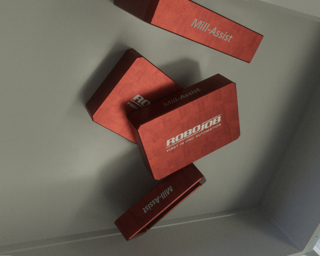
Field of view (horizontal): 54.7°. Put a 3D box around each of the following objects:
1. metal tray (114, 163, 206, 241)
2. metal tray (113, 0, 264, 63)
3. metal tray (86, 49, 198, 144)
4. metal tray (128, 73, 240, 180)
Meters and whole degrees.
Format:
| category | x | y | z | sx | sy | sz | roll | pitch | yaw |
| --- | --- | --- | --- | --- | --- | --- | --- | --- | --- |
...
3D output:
| category | x | y | z | sx | sy | sz | roll | pitch | yaw |
| --- | --- | --- | --- | --- | --- | --- | --- | --- | --- |
| metal tray | 0.006 | 0.103 | 0.443 | 0.130 | 0.030 | 0.090 | -40 | 163 | -1 |
| metal tray | 0.029 | -0.109 | 0.314 | 0.131 | 0.090 | 0.030 | 10 | 113 | -33 |
| metal tray | -0.012 | -0.024 | 0.384 | 0.130 | 0.030 | 0.090 | 32 | 100 | -38 |
| metal tray | 0.035 | -0.001 | 0.384 | 0.131 | 0.030 | 0.090 | -26 | 128 | -13 |
